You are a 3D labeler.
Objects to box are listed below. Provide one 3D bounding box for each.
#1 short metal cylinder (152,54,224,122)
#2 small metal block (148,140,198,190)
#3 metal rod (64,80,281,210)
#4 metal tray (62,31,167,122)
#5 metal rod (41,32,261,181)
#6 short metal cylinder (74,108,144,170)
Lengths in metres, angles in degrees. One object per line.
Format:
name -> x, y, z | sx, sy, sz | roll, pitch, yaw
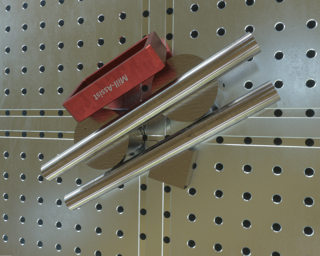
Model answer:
short metal cylinder -> 0.036, -0.047, 0.386 | 0.080, 0.050, 0.079 | 0, 90, 19
small metal block -> 0.017, 0.047, 0.405 | 0.050, 0.025, 0.050 | 16, 95, 19
metal rod -> 0.002, 0.030, 0.383 | 0.300, 0.025, 0.025 | -30, 81, 17
metal tray -> -0.054, -0.067, 0.395 | 0.130, 0.090, 0.030 | -30, 112, 17
metal rod -> -0.024, -0.016, 0.366 | 0.300, 0.025, 0.025 | -31, 80, 17
short metal cylinder -> -0.068, 0.014, 0.422 | 0.080, 0.050, 0.079 | 0, 90, 19
